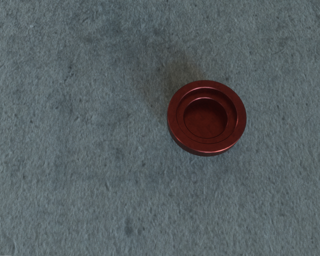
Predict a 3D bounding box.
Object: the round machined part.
[{"bbox_3d":[0.058,-0.010,0.403,0.099,0.042,0.098,0,70,-1],"label":"round machined part"}]
